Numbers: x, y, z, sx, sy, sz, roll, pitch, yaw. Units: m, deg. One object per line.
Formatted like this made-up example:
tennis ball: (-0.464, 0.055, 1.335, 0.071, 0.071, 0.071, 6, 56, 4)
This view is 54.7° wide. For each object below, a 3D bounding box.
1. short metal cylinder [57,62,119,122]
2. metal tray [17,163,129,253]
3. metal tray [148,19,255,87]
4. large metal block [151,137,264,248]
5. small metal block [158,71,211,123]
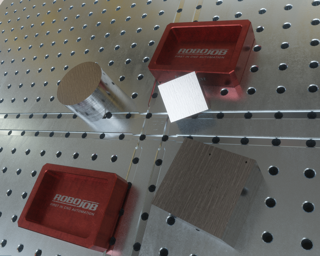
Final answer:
short metal cylinder: (-0.111, -0.056, 0.483, 0.080, 0.050, 0.080, -13, 56, 20)
metal tray: (-0.114, 0.098, 0.402, 0.130, 0.030, 0.090, 3, 63, 29)
metal tray: (0.057, -0.108, 0.439, 0.130, 0.030, 0.090, 9, 66, 31)
large metal block: (0.051, 0.065, 0.325, 0.080, 0.050, 0.080, 18, 71, 34)
small metal block: (0.032, -0.039, 0.399, 0.050, 0.025, 0.050, -20, 89, 16)
